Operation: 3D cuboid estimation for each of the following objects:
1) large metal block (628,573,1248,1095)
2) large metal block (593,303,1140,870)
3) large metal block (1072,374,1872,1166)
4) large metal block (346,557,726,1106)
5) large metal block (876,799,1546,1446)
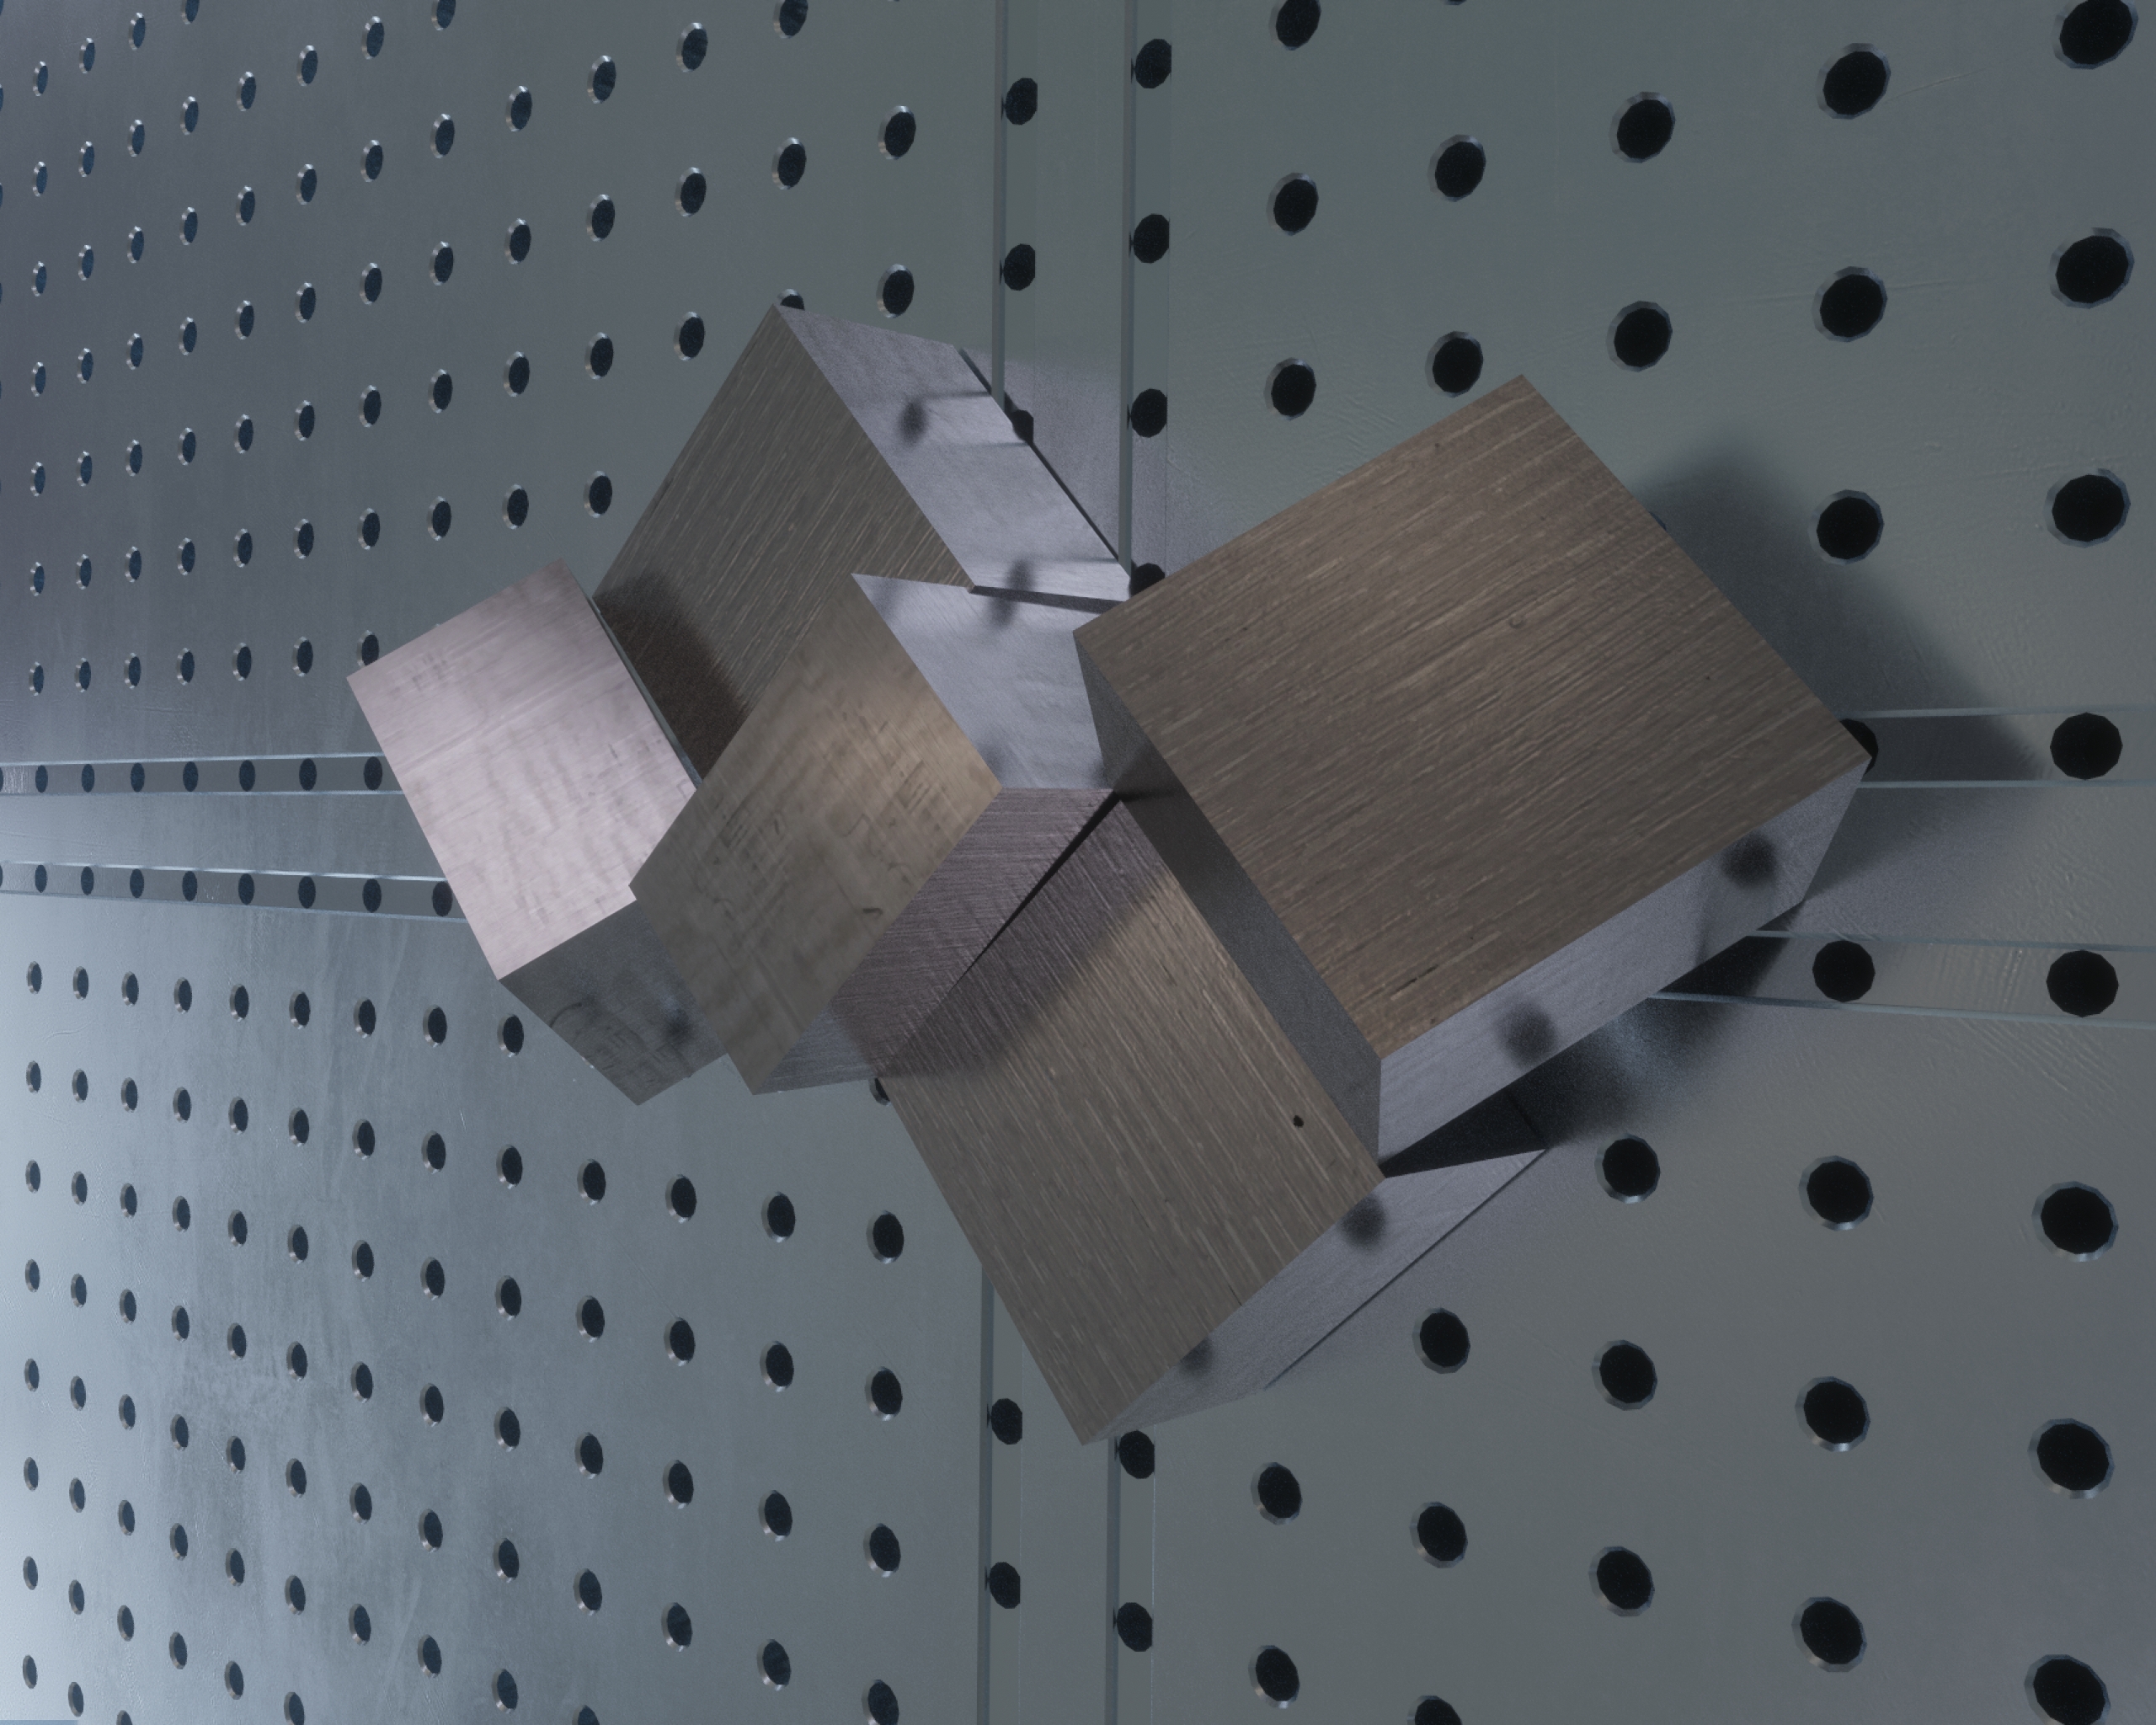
[{"bbox_3d":[-0.023,-0.005,0.393,0.080,0.081,0.050,-50,62,28],"label":"large metal block"},{"bbox_3d":[-0.045,-0.054,0.431,0.080,0.050,0.080,-50,61,30],"label":"large metal block"},{"bbox_3d":[0.057,-0.014,0.319,0.080,0.050,0.080,-31,65,-7],"label":"large metal block"},{"bbox_3d":[-0.103,-0.004,0.450,0.050,0.080,0.080,-31,65,-6],"label":"large metal block"},{"bbox_3d":[0.021,0.045,0.376,0.080,0.050,0.080,-48,60,29],"label":"large metal block"}]
